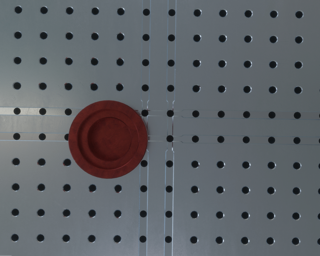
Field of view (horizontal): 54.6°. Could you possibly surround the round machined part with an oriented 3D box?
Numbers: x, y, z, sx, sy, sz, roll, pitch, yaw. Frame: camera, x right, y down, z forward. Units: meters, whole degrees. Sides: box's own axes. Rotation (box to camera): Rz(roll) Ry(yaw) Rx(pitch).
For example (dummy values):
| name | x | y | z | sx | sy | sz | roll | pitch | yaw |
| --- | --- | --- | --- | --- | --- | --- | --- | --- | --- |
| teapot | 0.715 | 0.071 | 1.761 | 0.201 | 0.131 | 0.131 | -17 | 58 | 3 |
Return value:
| name | x | y | z | sx | sy | sz | roll | pitch | yaw |
| --- | --- | --- | --- | --- | --- | --- | --- | --- | --- |
| round machined part | -0.065 | 0.014 | 0.404 | 0.099 | 0.042 | 0.097 | 0 | 90 | 0 |
